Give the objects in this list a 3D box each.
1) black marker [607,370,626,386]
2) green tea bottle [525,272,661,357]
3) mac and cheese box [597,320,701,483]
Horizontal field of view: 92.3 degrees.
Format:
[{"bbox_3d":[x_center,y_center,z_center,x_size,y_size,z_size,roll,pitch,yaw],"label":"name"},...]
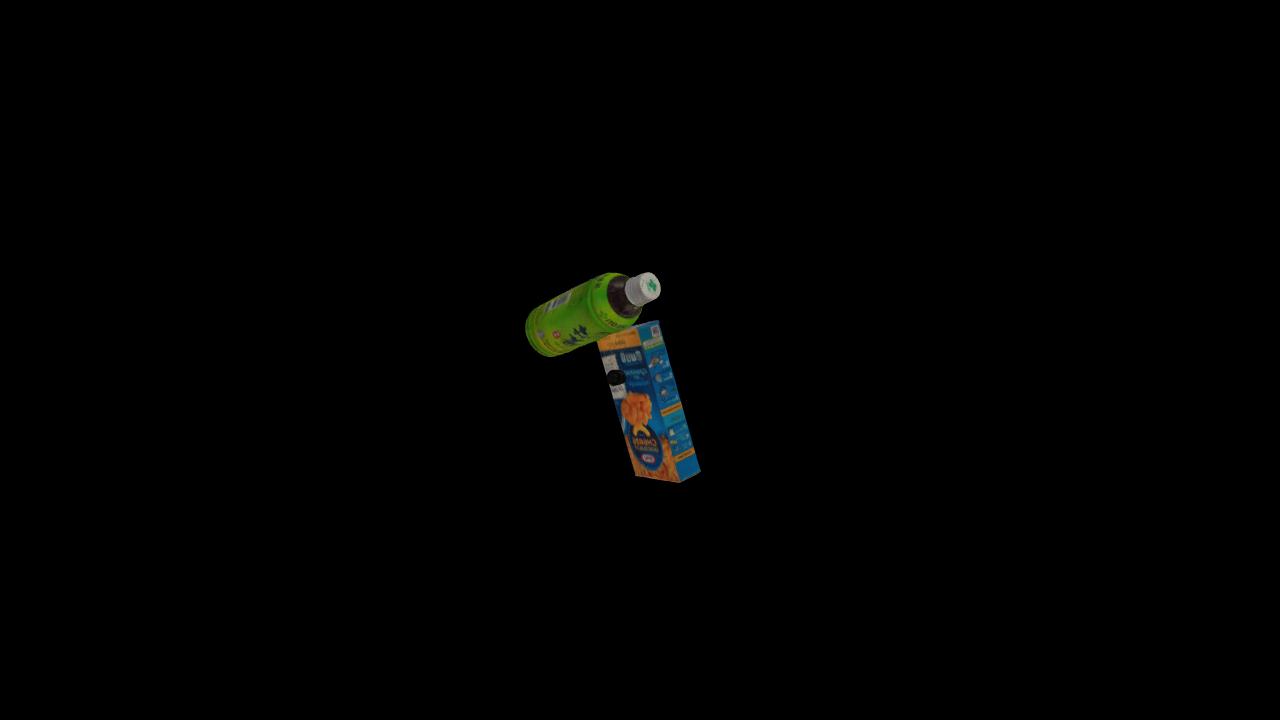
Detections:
[{"bbox_3d":[-0.009,0.019,0.752,0.020,0.020,0.121,0,1,22],"label":"black marker"},{"bbox_3d":[-0.057,-0.058,0.728,0.073,0.073,0.212,0,-12,-39],"label":"green tea bottle"},{"bbox_3d":[0.008,0.050,0.730,0.041,0.184,0.093,-20,7,-35],"label":"mac and cheese box"}]
